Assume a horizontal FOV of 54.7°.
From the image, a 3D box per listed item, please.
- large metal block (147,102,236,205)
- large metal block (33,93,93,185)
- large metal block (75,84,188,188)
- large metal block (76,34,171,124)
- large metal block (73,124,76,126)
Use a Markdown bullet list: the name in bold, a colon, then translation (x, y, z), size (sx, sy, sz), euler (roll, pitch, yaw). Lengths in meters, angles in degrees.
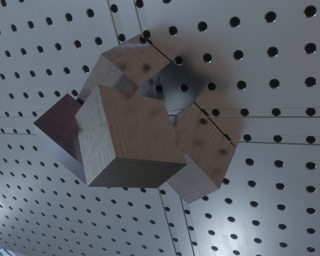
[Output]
- **large metal block**: translation (0.037, 0.029, 0.371), size (0.080, 0.080, 0.050), euler (47, 129, -5)
- **large metal block**: translation (-0.099, 0.017, 0.371), size (0.080, 0.050, 0.080), euler (41, 154, 0)
- **large metal block**: translation (-0.030, 0.011, 0.306), size (0.050, 0.081, 0.080), euler (-45, 50, 34)
- **large metal block**: translation (-0.043, -0.053, 0.362), size (0.050, 0.080, 0.080), euler (41, 129, 0)
- **large metal block**: translation (-0.087, 0.020, 0.451), size (0.080, 0.050, 0.080), euler (43, 129, -2)
